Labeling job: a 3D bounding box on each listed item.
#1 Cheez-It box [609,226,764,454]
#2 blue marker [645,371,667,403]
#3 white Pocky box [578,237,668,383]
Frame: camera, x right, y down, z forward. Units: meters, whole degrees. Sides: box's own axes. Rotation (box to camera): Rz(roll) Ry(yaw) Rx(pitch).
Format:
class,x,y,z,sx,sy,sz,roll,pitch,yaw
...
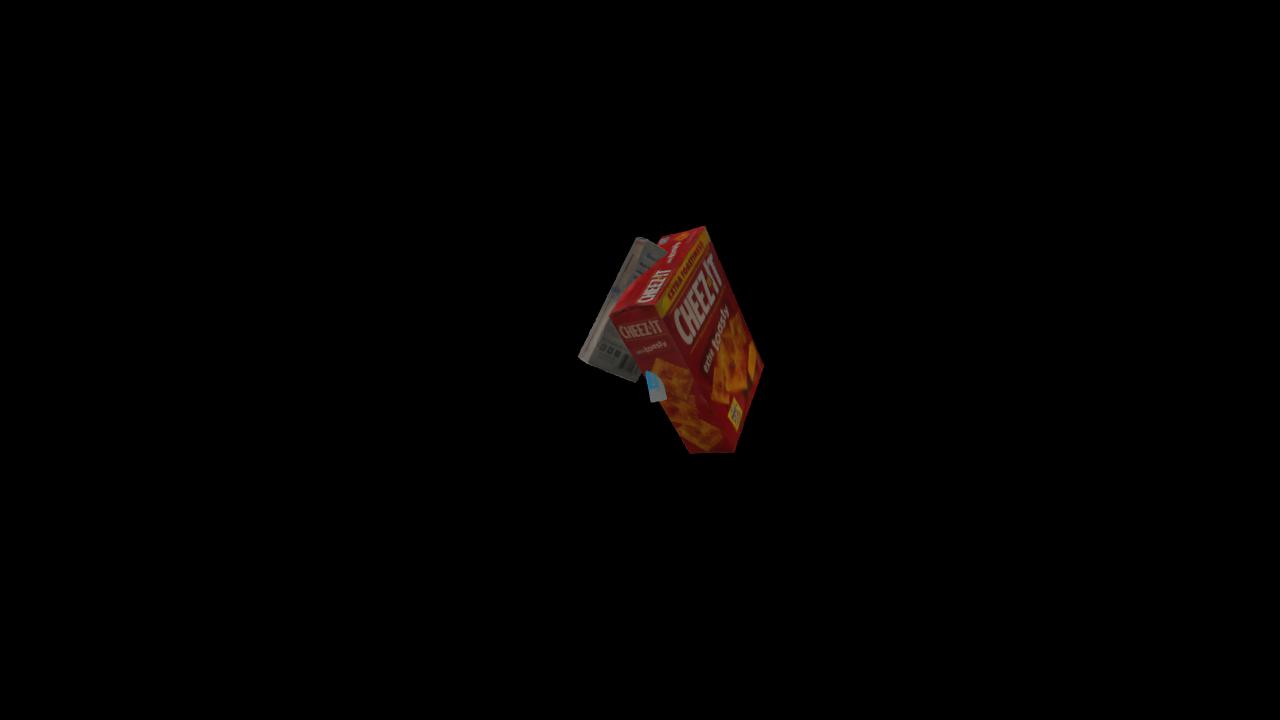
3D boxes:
class,x,y,z,sx,sy,sz,roll,pitch,yaw
Cheez-It box,0.068,-0.022,0.737,0.071,0.223,0.166,-8,35,33
blue marker,0.010,-0.013,0.687,0.020,0.121,0.020,-11,-2,0
white Pocky box,-0.004,-0.055,0.713,0.084,0.154,0.028,24,4,-41
